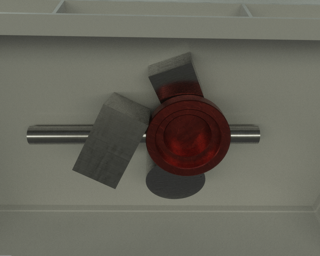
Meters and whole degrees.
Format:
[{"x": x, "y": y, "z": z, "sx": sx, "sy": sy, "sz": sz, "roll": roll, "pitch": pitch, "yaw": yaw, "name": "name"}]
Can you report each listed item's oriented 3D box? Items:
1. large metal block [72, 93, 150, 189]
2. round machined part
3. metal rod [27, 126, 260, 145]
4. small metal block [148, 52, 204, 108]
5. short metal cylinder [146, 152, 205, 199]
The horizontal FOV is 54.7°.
[{"x": -0.053, "y": 0.011, "z": 0.360, "sx": 0.050, "sy": 0.080, "sz": 0.080, "roll": 26, "pitch": 103, "yaw": -7, "name": "large metal block"}, {"x": 0.033, "y": 0.006, "z": 0.377, "sx": 0.099, "sy": 0.042, "sz": 0.097, "roll": 0, "pitch": 113, "yaw": 0, "name": "round machined part"}, {"x": -0.021, "y": 0.009, "z": 0.413, "sx": 0.302, "sy": 0.025, "sz": 0.025, "roll": 0, "pitch": 130, "yaw": -1, "name": "metal rod"}, {"x": 0.019, "y": -0.054, "z": 0.362, "sx": 0.050, "sy": 0.025, "sz": 0.050, "roll": -16, "pitch": 129, "yaw": 13, "name": "small metal block"}, {"x": 0.021, "y": 0.056, "z": 0.437, "sx": 0.081, "sy": 0.050, "sz": 0.079, "roll": 0, "pitch": 130, "yaw": 0, "name": "short metal cylinder"}]
